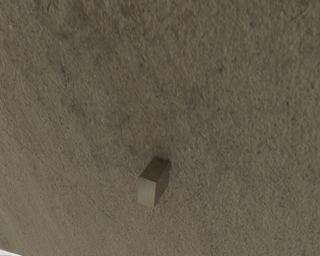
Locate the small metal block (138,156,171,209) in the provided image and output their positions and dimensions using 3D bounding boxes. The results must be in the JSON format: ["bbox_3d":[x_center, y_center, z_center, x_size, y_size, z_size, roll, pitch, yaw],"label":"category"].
[{"bbox_3d":[-0.008,0.077,0.441,0.025,0.050,0.050,17,125,18],"label":"small metal block"}]
